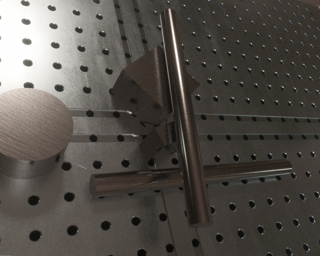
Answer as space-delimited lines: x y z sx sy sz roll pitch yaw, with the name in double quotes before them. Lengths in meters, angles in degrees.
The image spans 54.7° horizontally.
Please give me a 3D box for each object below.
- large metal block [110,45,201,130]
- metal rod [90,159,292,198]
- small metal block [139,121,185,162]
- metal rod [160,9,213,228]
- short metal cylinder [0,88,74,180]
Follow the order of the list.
"large metal block" -0.006 -0.054 0.424 0.080 0.050 0.080 44 51 2
"metal rod" 0.061 0.061 0.405 0.303 0.025 0.025 0 62 -29
"small metal block" 0.009 0.015 0.389 0.050 0.050 0.025 -18 72 -35
"metal rod" 0.026 -0.034 0.380 0.025 0.025 0.299 8 58 -24
"short metal cylinder" -0.135 0.006 0.316 0.081 0.050 0.080 14 56 -21
